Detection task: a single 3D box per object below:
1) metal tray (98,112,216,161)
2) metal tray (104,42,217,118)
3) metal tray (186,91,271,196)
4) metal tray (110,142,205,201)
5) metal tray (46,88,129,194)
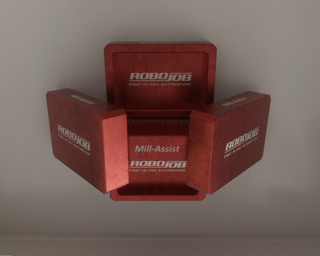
[{"bbox_3d":[-0.004,0.007,0.377,0.131,0.090,0.030,0,110,-1],"label":"metal tray"},{"bbox_3d":[0.001,-0.060,0.384,0.131,0.030,0.089,0,111,-1],"label":"metal tray"},{"bbox_3d":[0.084,0.012,0.365,0.030,0.131,0.089,18,116,39],"label":"metal tray"},{"bbox_3d":[-0.003,0.054,0.425,0.131,0.030,0.089,0,110,-1],"label":"metal tray"},{"bbox_3d":[-0.088,0.010,0.363,0.030,0.130,0.089,-17,116,-39],"label":"metal tray"}]
